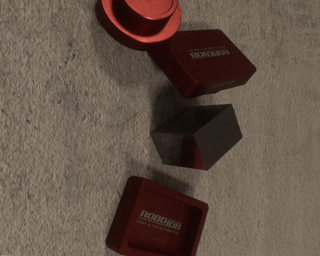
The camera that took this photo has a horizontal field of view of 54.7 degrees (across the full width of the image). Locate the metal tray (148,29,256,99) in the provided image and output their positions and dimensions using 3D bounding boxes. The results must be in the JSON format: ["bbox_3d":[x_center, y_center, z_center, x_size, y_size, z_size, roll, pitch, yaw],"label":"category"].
[{"bbox_3d":[0.060,-0.092,0.421,0.131,0.030,0.090,-17,63,-39],"label":"metal tray"}]

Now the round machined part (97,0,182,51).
[{"bbox_3d":[-0.019,-0.142,0.356,0.099,0.042,0.098,7,70,-21],"label":"round machined part"}]

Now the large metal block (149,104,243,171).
[{"bbox_3d":[0.048,0.009,0.412,0.081,0.080,0.050,-35,112,-35],"label":"large metal block"}]

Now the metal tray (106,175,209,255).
[{"bbox_3d":[0.003,0.125,0.405,0.131,0.030,0.090,30,71,-36],"label":"metal tray"}]

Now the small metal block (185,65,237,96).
[{"bbox_3d":[0.074,-0.069,0.453,0.050,0.050,0.025,-31,109,-36],"label":"small metal block"}]
